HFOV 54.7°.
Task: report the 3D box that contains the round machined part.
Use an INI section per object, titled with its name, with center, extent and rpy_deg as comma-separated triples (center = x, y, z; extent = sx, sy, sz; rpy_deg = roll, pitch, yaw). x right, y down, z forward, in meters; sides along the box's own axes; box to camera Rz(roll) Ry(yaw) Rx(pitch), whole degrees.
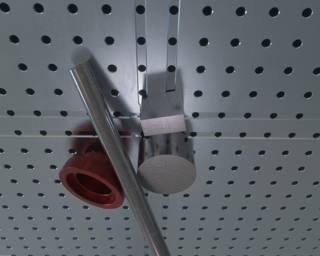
[round machined part]
center = -0.091, 0.072, 0.448
extent = 0.098, 0.042, 0.097
rpy_deg = 14, 139, 13

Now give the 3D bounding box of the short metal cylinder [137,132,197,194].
[short metal cylinder]
center = 0.009, 0.048, 0.436
extent = 0.081, 0.050, 0.079
rpy_deg = 0, 130, 0

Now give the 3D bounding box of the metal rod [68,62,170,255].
[metal rod]
center = -0.045, 0.060, 0.406
extent = 0.025, 0.025, 0.298
rpy_deg = -15, 112, 12

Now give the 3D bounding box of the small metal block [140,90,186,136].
[small metal block]
center = 0.004, -0.019, 0.379
extent = 0.050, 0.050, 0.025
rpy_deg = -8, 130, 6
